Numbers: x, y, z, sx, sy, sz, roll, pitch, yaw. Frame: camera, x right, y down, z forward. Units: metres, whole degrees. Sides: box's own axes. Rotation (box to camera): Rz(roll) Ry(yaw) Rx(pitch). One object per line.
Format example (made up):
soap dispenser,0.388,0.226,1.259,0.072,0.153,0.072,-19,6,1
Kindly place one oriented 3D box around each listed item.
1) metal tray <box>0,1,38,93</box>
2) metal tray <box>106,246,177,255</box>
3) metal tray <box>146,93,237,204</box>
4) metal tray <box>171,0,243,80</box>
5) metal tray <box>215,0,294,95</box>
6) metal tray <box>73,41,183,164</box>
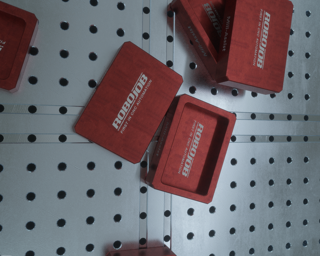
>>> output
metal tray,-0.210,-0.100,0.332,0.131,0.030,0.090,17,84,-19
metal tray,-0.025,0.227,0.400,0.091,0.030,0.129,2,89,-20
metal tray,0.044,0.029,0.425,0.091,0.030,0.130,20,83,-19
metal tray,0.087,-0.145,0.441,0.090,0.030,0.130,-36,102,-16
metal tray,0.130,-0.118,0.425,0.091,0.030,0.129,10,87,-20
metal tray,-0.039,-0.031,0.395,0.090,0.030,0.130,31,80,-17
